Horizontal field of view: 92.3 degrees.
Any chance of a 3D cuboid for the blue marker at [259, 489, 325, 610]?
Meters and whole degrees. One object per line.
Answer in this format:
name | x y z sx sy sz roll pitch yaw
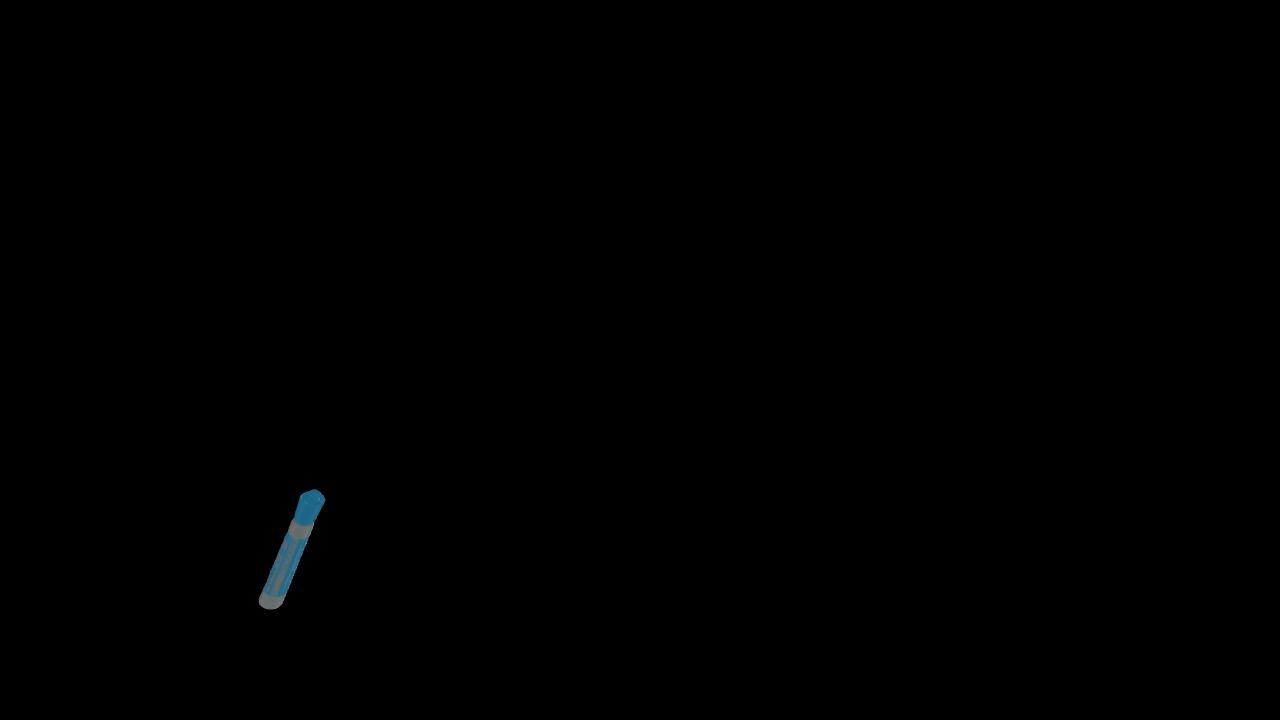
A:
blue marker | -0.290 0.157 0.513 0.020 0.121 0.020 26 17 -9
